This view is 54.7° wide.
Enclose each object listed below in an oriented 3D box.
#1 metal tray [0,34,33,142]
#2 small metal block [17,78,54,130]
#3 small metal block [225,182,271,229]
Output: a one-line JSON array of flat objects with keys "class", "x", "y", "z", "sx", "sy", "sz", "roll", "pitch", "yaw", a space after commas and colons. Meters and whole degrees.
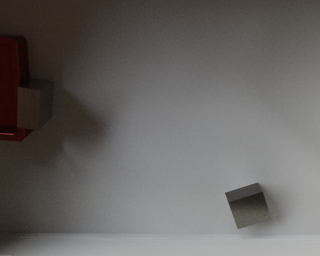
[{"class": "metal tray", "x": -0.213, "y": -0.050, "z": 0.386, "sx": 0.091, "sy": 0.030, "sz": 0.129, "roll": 4, "pitch": 110, "yaw": -2}, {"class": "small metal block", "x": -0.154, "y": -0.031, "z": 0.385, "sx": 0.025, "sy": 0.050, "sz": 0.050, "roll": 9, "pitch": 110, "yaw": -4}, {"class": "small metal block", "x": 0.129, "y": 0.115, "z": 0.456, "sx": 0.050, "sy": 0.025, "sz": 0.050, "roll": -19, "pitch": 109, "yaw": 6}]
